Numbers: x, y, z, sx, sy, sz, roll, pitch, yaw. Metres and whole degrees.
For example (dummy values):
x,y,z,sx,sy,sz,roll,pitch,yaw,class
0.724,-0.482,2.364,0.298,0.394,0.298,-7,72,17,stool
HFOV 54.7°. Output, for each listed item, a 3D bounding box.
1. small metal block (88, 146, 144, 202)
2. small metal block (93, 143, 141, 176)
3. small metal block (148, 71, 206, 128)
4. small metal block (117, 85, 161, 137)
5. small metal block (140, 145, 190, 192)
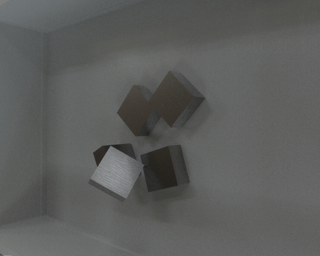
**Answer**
x,y,z,sx,sy,sz,roll,pitch,yaw,class
-0.056,0.059,0.399,0.050,0.050,0.025,31,151,-4,small metal block
-0.061,0.051,0.440,0.025,0.050,0.050,-34,69,38,small metal block
0.020,-0.036,0.390,0.050,0.025,0.050,51,120,28,small metal block
-0.026,-0.024,0.429,0.050,0.025,0.050,49,119,29,small metal block
0.006,0.053,0.402,0.050,0.025,0.050,-22,76,38,small metal block
